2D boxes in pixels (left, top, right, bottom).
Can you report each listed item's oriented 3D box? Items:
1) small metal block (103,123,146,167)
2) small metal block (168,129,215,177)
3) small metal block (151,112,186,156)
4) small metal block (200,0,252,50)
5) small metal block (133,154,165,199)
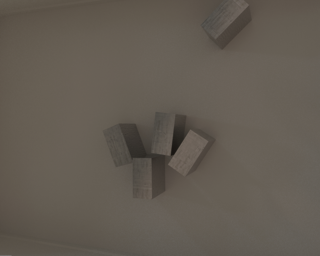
[{"bbox_3d":[-0.045,0.022,0.412,0.025,0.050,0.050,-23,83,18],"label":"small metal block"},{"bbox_3d":[0.041,0.029,0.382,0.025,0.050,0.050,35,101,16],"label":"small metal block"},{"bbox_3d":[0.012,0.007,0.392,0.025,0.050,0.050,7,93,19],"label":"small metal block"},{"bbox_3d":[0.080,-0.126,0.369,0.050,0.050,0.025,-45,76,14],"label":"small metal block"},{"bbox_3d":[-0.013,0.061,0.401,0.025,0.050,0.050,-1,90,20],"label":"small metal block"}]
